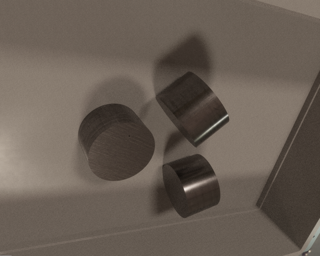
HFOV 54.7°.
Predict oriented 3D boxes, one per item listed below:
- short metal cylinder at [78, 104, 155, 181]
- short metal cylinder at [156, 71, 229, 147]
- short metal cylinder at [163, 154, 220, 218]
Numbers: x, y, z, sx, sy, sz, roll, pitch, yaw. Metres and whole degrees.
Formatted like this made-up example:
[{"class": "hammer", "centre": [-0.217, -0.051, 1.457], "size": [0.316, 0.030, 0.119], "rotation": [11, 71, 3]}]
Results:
[{"class": "short metal cylinder", "centre": [-0.053, 0.017, 0.375], "size": [0.081, 0.050, 0.079], "rotation": [-14, 125, -21]}, {"class": "short metal cylinder", "centre": [0.039, -0.023, 0.382], "size": [0.050, 0.080, 0.080], "rotation": [-39, 130, -2]}, {"class": "short metal cylinder", "centre": [0.044, 0.083, 0.451], "size": [0.050, 0.080, 0.079], "rotation": [-17, 125, -19]}]
